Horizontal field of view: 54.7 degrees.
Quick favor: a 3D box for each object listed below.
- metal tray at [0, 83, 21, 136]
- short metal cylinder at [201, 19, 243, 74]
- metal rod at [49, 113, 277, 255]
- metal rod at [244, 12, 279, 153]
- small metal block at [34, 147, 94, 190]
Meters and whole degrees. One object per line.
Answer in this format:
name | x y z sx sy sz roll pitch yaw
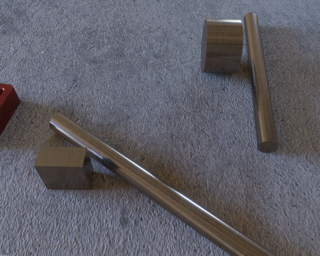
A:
metal tray | -0.271 -0.024 0.415 0.131 0.030 0.090 6 50 4
short metal cylinder | 0.092 -0.124 0.473 0.050 0.080 0.080 2 50 1
metal rod | -0.015 0.062 0.350 0.300 0.025 0.025 30 56 22
metal rod | 0.151 -0.090 0.480 0.025 0.025 0.300 5 50 4
small metal block | -0.105 0.046 0.347 0.050 0.050 0.025 1 50 0
